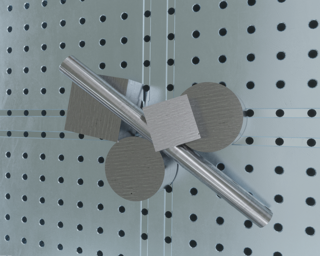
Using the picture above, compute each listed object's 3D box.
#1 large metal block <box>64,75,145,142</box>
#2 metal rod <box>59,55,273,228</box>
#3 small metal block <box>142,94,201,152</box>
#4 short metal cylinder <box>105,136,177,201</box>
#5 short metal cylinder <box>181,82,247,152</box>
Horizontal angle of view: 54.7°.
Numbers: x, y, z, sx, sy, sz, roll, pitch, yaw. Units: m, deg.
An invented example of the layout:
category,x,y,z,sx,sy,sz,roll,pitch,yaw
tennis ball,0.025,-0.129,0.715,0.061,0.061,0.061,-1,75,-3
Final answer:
category,x,y,z,sx,sy,sz,roll,pitch,yaw
large metal block,-0.074,-0.029,0.419,0.080,0.050,0.079,12,94,19
metal rod,0.006,0.015,0.369,0.300,0.025,0.025,38,103,1
small metal block,0.013,-0.004,0.343,0.050,0.025,0.050,-17,84,1
short metal cylinder,-0.024,0.050,0.404,0.080,0.050,0.079,0,90,20
short metal cylinder,0.061,-0.012,0.374,0.080,0.050,0.079,0,90,20
